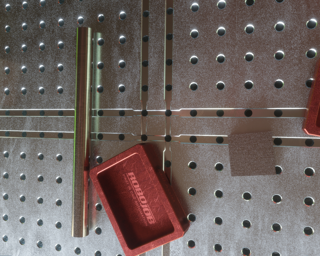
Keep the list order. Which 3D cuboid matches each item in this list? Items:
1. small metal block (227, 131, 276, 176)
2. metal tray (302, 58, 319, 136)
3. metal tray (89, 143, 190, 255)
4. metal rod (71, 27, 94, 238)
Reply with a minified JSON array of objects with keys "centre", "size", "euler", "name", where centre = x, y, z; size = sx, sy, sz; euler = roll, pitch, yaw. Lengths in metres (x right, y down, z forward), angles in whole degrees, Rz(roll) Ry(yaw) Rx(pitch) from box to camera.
[{"centre":[0.111,0.031,0.373],"size":[0.050,0.025,0.050],"euler":[-5,88,19],"name":"small metal block"},{"centre":[0.230,-0.025,0.329],"size":[0.130,0.030,0.089],"euler":[12,94,19],"name":"metal tray"},{"centre":[-0.029,0.096,0.419],"size":[0.090,0.030,0.130],"euler":[-29,81,17],"name":"metal tray"},{"centre":[-0.112,0.006,0.450],"size":[0.025,0.025,0.298],"euler":[2,91,19],"name":"metal rod"}]
